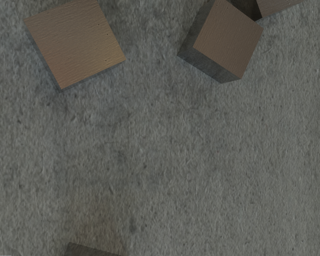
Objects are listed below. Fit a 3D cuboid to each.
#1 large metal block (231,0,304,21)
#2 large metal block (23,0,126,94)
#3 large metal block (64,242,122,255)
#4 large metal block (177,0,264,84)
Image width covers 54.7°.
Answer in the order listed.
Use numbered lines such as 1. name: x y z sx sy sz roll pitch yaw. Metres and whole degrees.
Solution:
1. large metal block: 0.150 -0.203 0.453 0.081 0.050 0.080 -26 99 -18
2. large metal block: -0.098 -0.095 0.360 0.080 0.050 0.080 -29 100 -18
3. large metal block: -0.082 0.193 0.366 0.080 0.050 0.080 24 82 -19
4. large metal block: 0.083 -0.118 0.428 0.080 0.050 0.080 29 81 -18
